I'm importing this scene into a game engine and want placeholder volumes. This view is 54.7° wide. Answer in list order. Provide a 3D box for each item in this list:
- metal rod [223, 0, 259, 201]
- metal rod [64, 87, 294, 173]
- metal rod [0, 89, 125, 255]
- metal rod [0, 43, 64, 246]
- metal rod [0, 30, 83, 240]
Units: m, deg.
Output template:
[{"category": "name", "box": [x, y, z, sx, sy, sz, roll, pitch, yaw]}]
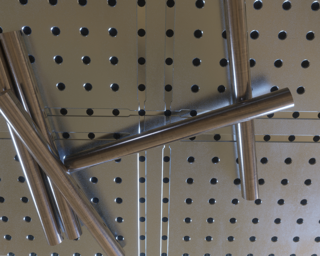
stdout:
[{"category": "metal rod", "box": [0.106, -0.039, 0.400, 0.025, 0.025, 0.298, -9, 110, 3]}, {"category": "metal rod", "box": [0.014, 0.007, 0.399, 0.301, 0.025, 0.025, -17, 110, 12]}, {"category": "metal rod", "box": [-0.124, 0.082, 0.421, 0.025, 0.025, 0.299, -22, 116, 7]}, {"category": "metal rod", "box": [-0.182, 0.033, 0.423, 0.025, 0.025, 0.298, -8, 110, 2]}, {"category": "metal rod", "box": [-0.154, 0.024, 0.419, 0.025, 0.025, 0.298, -9, 110, 3]}]
